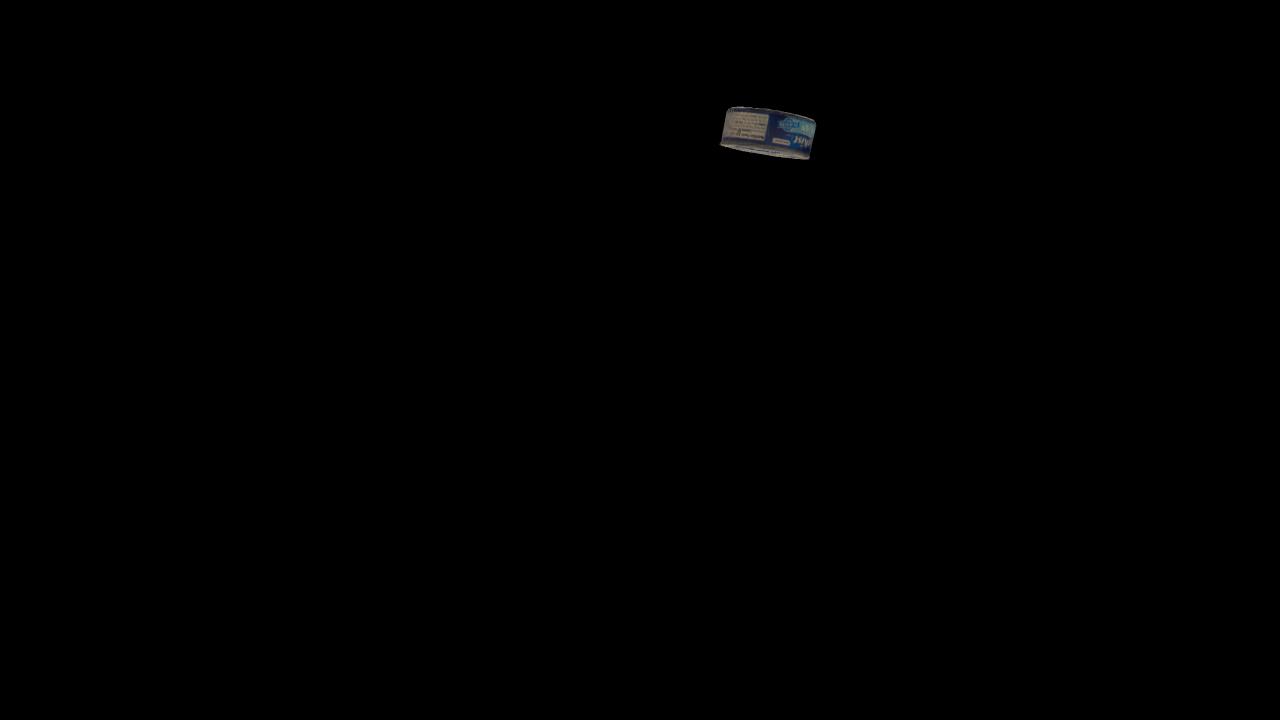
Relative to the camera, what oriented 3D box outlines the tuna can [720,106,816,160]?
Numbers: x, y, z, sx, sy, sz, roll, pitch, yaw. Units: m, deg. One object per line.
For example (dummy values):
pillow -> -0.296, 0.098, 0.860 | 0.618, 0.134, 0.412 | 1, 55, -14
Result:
tuna can -> 0.118, -0.208, 0.566 | 0.084, 0.034, 0.084 | 9, 17, -3
